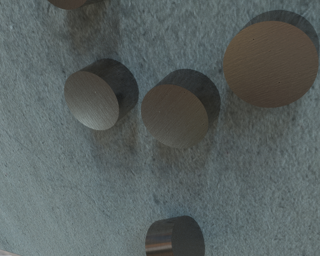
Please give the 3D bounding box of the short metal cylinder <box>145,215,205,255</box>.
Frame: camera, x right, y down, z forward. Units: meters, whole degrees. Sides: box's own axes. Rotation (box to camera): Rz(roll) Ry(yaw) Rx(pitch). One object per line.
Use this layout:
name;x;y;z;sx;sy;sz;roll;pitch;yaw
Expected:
short metal cylinder;0.024;0.176;0.467;0.050;0.080;0.080;-23;106;36

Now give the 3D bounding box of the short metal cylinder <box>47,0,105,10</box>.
short metal cylinder;-0.090;-0.172;0.330;0.080;0.050;0.079;13;124;20

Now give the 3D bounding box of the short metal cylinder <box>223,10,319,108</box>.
short metal cylinder;0.106;-0.066;0.294;0.080;0.050;0.079;13;124;20

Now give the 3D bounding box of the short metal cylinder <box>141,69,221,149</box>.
short metal cylinder;0.025;-0.023;0.362;0.080;0.050;0.079;13;124;20

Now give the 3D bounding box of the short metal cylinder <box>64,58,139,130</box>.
short metal cylinder;-0.075;-0.044;0.401;0.080;0.050;0.079;13;124;20
